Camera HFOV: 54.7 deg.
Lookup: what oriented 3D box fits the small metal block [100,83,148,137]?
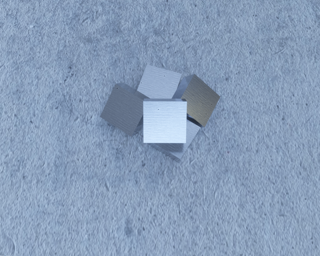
[{"bbox_3d":[-0.042,-0.025,0.406,0.050,0.025,0.050,32,109,9],"label":"small metal block"}]

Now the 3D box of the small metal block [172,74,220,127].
[{"bbox_3d":[0.045,-0.035,0.411,0.050,0.025,0.050,37,71,-23],"label":"small metal block"}]

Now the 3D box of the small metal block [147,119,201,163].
[{"bbox_3d":[0.017,0.010,0.406,0.050,0.025,0.050,31,73,10],"label":"small metal block"}]

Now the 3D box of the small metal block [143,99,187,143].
[{"bbox_3d":[0.006,-0.009,0.374,0.050,0.025,0.050,0,103,0],"label":"small metal block"}]

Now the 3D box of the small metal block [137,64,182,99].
[{"bbox_3d":[-0.002,-0.055,0.430,0.050,0.025,0.050,16,71,5],"label":"small metal block"}]
